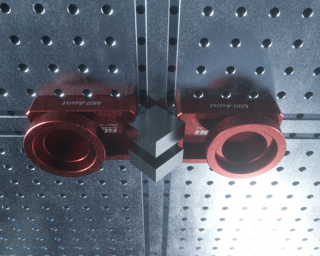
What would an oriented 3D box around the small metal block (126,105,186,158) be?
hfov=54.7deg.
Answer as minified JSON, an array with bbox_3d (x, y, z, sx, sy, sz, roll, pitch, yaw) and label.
[{"bbox_3d":[-0.005,0.002,0.378,0.050,0.050,0.025,33,139,32],"label":"small metal block"}]

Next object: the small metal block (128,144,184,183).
[{"bbox_3d":[-0.005,0.036,0.407,0.050,0.050,0.025,33,139,32],"label":"small metal block"}]

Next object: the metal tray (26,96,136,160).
[{"bbox_3d":[-0.095,0.002,0.411,0.131,0.030,0.089,-1,132,0],"label":"metal tray"}]

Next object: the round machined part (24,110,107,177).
[{"bbox_3d":[-0.117,0.016,0.396,0.099,0.042,0.097,0,130,0],"label":"round machined part"}]

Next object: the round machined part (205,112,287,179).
[{"bbox_3d":[0.107,0.018,0.400,0.099,0.042,0.097,0,130,0],"label":"round machined part"}]

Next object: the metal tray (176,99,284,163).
[{"bbox_3d":[0.086,0.006,0.415,0.131,0.030,0.089,0,131,-1],"label":"metal tray"}]
